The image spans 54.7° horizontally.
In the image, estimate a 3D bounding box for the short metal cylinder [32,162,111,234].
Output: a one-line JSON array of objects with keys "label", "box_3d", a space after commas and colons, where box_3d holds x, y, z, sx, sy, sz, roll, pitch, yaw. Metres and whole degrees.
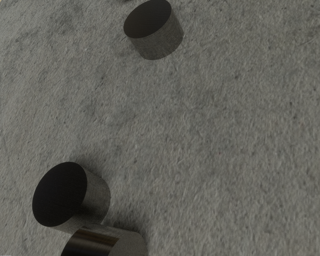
[{"label": "short metal cylinder", "box_3d": [-0.110, 0.089, 0.389, 0.080, 0.050, 0.080, -13, 56, 20]}]

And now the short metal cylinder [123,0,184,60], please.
[{"label": "short metal cylinder", "box_3d": [-0.010, -0.154, 0.486, 0.080, 0.050, 0.080, -13, 56, 20]}]

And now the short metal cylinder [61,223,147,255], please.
[{"label": "short metal cylinder", "box_3d": [-0.055, 0.141, 0.310, 0.050, 0.080, 0.080, 2, 63, 29]}]
